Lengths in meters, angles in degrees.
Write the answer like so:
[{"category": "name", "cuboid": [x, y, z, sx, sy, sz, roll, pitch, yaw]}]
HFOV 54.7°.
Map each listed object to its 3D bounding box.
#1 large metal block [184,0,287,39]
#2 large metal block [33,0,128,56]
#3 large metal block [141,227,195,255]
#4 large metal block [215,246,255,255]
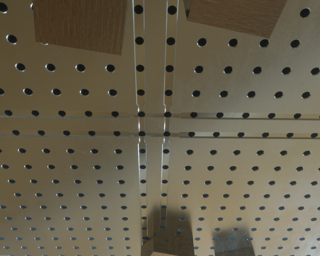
[{"category": "large metal block", "cuboid": [0.072, -0.136, 0.280, 0.081, 0.050, 0.079, 9, 130, -9]}, {"category": "large metal block", "cuboid": [-0.070, -0.122, 0.290, 0.081, 0.050, 0.079, 8, 130, -7]}, {"category": "large metal block", "cuboid": [0.013, 0.242, 0.602, 0.081, 0.050, 0.079, 15, 129, -13]}, {"category": "large metal block", "cuboid": [0.167, 0.299, 0.652, 0.080, 0.050, 0.080, -15, 129, 12]}]
